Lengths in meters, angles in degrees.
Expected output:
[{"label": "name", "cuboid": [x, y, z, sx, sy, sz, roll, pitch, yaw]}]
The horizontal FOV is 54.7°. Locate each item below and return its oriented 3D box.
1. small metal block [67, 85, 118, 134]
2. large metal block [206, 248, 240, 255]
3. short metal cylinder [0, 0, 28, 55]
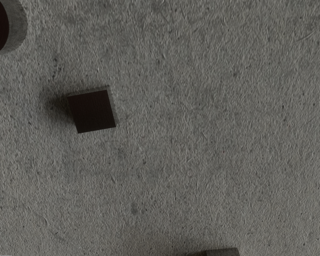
[{"label": "small metal block", "cuboid": [-0.085, -0.024, 0.400, 0.050, 0.025, 0.050, -10, 110, 3]}, {"label": "large metal block", "cuboid": [0.103, 0.245, 0.472, 0.050, 0.080, 0.079, -5, 110, 1]}, {"label": "short metal cylinder", "cuboid": [-0.200, -0.121, 0.349, 0.081, 0.050, 0.079, 0, 110, -1]}]
